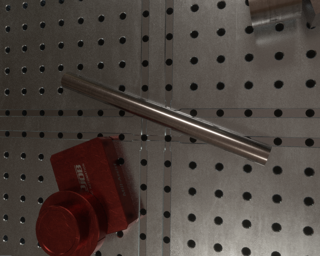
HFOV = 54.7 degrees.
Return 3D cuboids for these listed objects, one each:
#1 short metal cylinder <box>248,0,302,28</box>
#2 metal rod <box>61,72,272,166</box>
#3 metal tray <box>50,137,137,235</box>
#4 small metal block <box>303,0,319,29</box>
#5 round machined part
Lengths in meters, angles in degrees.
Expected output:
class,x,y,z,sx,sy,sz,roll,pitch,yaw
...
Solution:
class,x,y,z,sx,sy,sz,roll,pitch,yaw
short metal cylinder,0.122,-0.156,0.340,0.050,0.080,0.080,-8,88,19
metal rod,-0.005,-0.019,0.413,0.301,0.025,0.025,22,97,18
metal tray,-0.096,0.087,0.442,0.090,0.030,0.129,-21,83,18
small metal block,0.172,-0.144,0.339,0.025,0.050,0.050,-19,84,19
round machined part,-0.124,0.133,0.414,0.098,0.042,0.097,0,90,20
